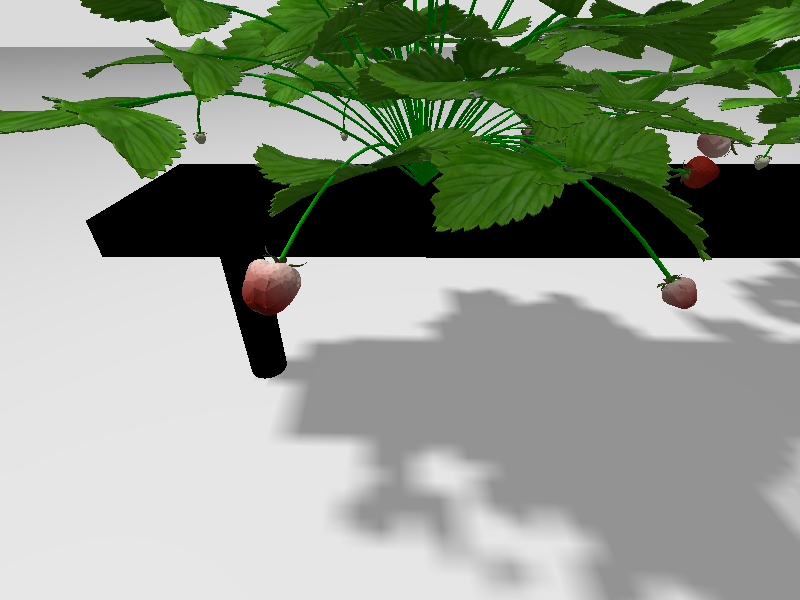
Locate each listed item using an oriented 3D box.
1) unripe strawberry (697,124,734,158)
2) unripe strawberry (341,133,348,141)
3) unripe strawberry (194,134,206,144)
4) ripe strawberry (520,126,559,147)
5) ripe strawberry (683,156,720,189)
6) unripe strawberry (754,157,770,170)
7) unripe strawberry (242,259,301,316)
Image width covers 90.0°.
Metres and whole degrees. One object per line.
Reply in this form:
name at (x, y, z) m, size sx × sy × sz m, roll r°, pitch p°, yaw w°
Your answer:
unripe strawberry at (0.333, -0.169, 0.423) m, size 0.032 × 0.033 × 0.029 m, roll 21°, pitch 39°, yaw 29°
unripe strawberry at (-0.064, -0.189, 0.464) m, size 0.009 × 0.010 × 0.010 m, roll -19°, pitch 38°, yaw -25°
unripe strawberry at (-0.191, -0.155, 0.384) m, size 0.010 × 0.010 × 0.011 m, roll 8°, pitch 35°, yaw 12°
ripe strawberry at (0.147, -0.164, 0.413) m, size 0.042 × 0.041 × 0.039 m, roll -20°, pitch 39°, yaw -28°
ripe strawberry at (0.259, -0.109, 0.344) m, size 0.027 × 0.026 × 0.025 m, roll 1°, pitch 34°, yaw 0°
unripe strawberry at (0.327, -0.124, 0.363) m, size 0.011 × 0.011 × 0.011 m, roll 5°, pitch 34°, yaw 7°
unripe strawberry at (-0.062, -0.006, 0.189) m, size 0.028 × 0.026 × 0.025 m, roll 13°, pitch -17°, yaw 19°
